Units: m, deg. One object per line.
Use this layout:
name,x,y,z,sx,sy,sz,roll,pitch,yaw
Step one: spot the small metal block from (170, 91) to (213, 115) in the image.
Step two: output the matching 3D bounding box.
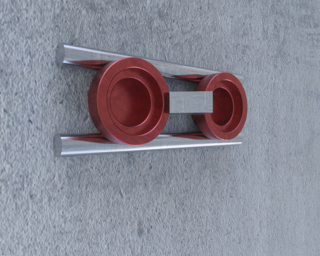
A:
small metal block,0.038,-0.030,0.387,0.050,0.050,0.025,0,90,3

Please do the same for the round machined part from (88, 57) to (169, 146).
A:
round machined part,-0.038,-0.029,0.357,0.099,0.042,0.097,0,90,-40

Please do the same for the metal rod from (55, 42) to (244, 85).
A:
metal rod,0.013,-0.076,0.416,0.302,0.025,0.025,0,90,-40

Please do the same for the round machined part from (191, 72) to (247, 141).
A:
round machined part,0.083,-0.031,0.457,0.099,0.042,0.097,0,90,-40

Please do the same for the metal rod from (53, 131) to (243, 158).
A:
metal rod,0.011,0.017,0.414,0.302,0.025,0.025,0,90,-40
